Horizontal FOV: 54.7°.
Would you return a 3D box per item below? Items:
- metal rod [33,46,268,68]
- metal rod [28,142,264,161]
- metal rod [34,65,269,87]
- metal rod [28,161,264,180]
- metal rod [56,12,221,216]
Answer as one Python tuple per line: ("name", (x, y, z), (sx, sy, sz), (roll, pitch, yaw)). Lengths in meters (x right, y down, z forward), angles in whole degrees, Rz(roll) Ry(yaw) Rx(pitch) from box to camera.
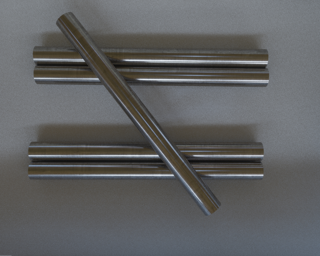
("metal rod", (-0.012, -0.093, 0.409), (0.302, 0.025, 0.025), (1, 90, 0))
("metal rod", (-0.017, 0.031, 0.409), (0.302, 0.025, 0.025), (0, 90, 0))
("metal rod", (-0.011, -0.069, 0.409), (0.302, 0.025, 0.025), (1, 90, 0))
("metal rod", (-0.018, 0.056, 0.409), (0.302, 0.025, 0.025), (0, 90, 0))
("metal rod", (-0.026, -0.017, 0.385), (0.025, 0.025, 0.300), (-38, 90, 0))
